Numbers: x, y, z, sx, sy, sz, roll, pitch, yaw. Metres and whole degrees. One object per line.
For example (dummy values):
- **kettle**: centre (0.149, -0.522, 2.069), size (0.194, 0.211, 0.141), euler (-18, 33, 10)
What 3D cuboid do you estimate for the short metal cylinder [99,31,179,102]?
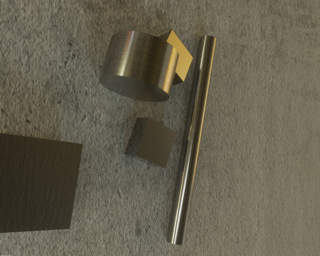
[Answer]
- **short metal cylinder**: centre (-0.023, -0.067, 0.351), size (0.080, 0.080, 0.050), euler (22, 77, -38)

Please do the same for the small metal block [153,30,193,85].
- **small metal block**: centre (0.014, -0.092, 0.411), size (0.050, 0.025, 0.050), euler (46, 48, -31)

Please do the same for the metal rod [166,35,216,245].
- **metal rod**: centre (0.047, 0.011, 0.446), size (0.025, 0.025, 0.299), euler (17, 79, -39)

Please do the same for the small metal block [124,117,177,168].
- **small metal block**: centre (-0.011, 0.019, 0.397), size (0.050, 0.025, 0.050), euler (28, 72, -37)

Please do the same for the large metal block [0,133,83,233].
- **large metal block**: centre (-0.125, 0.048, 0.285), size (0.081, 0.050, 0.080), euler (12, 83, -40)
